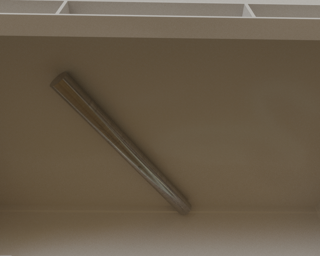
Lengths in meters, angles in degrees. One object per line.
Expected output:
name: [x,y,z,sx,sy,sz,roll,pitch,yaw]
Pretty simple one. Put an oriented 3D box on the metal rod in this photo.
metal rod: [-0.038,0.040,0.442,0.025,0.025,0.300,-26,126,20]
